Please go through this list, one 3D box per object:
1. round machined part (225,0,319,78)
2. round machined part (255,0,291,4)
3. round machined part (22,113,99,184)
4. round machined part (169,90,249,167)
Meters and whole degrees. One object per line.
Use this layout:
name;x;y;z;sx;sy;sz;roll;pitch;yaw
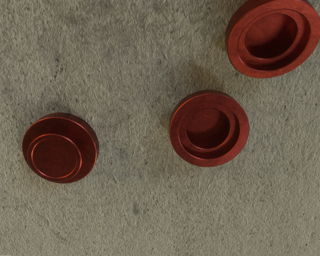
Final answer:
round machined part;0.122;-0.107;0.349;0.099;0.042;0.097;-1;137;0
round machined part;0.131;-0.187;0.333;0.099;0.042;0.097;0;110;0
round machined part;-0.134;0.032;0.411;0.099;0.042;0.097;0;110;0
round machined part;0.061;-0.002;0.400;0.099;0.042;0.097;0;110;0
